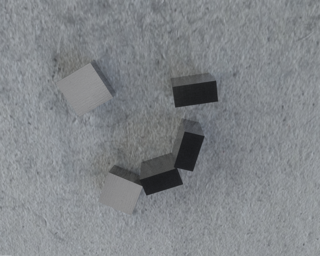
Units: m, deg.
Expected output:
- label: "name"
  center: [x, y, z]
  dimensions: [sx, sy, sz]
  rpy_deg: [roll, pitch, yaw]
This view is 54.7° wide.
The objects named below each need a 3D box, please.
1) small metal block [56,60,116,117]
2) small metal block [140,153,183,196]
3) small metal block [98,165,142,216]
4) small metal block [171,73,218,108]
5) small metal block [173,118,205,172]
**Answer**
- label: "small metal block"
  center: [-0.092, -0.050, 0.390]
  dimensions: [0.050, 0.025, 0.050]
  rpy_deg: [-28, 108, 9]
- label: "small metal block"
  center: [0.002, 0.060, 0.419]
  dimensions: [0.050, 0.050, 0.025]
  rpy_deg: [-18, 110, 6]
- label: "small metal block"
  center: [-0.053, 0.087, 0.437]
  dimensions: [0.050, 0.025, 0.050]
  rpy_deg: [22, 109, 3]
- label: "small metal block"
  center: [0.041, -0.047, 0.380]
  dimensions: [0.050, 0.050, 0.025]
  rpy_deg: [-8, 110, 2]
- label: "small metal block"
  center: [0.036, 0.021, 0.405]
  dimensions: [0.025, 0.050, 0.050]
  rpy_deg: [14, 109, -5]
